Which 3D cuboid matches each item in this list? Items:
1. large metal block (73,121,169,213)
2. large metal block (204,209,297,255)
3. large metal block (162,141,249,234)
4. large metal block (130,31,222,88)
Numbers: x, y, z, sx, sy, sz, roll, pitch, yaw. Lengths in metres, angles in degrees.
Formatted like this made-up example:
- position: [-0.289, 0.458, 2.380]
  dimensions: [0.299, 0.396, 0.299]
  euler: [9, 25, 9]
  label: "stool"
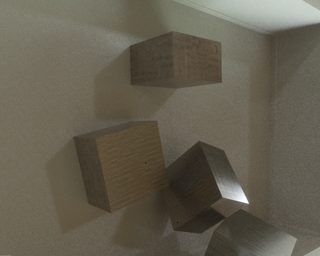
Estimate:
- position: [-0.043, 0.039, 0.355]
  dimensions: [0.081, 0.050, 0.079]
  euler: [-17, 101, -39]
  label: "large metal block"
- position: [0.108, 0.148, 0.372]
  dimensions: [0.080, 0.080, 0.050]
  euler: [-13, 124, -57]
  label: "large metal block"
- position: [0.051, 0.076, 0.392]
  dimensions: [0.050, 0.080, 0.080]
  euler: [22, 37, -38]
  label: "large metal block"
- position: [0.019, -0.080, 0.387]
  dimensions: [0.081, 0.080, 0.050]
  euler: [-2, 92, -40]
  label: "large metal block"
